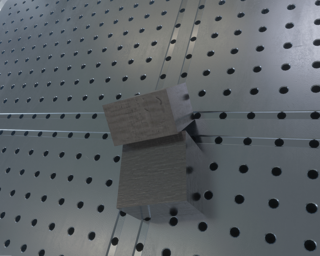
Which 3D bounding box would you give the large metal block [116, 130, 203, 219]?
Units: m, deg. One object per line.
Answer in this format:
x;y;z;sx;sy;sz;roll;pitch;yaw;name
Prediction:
0.001;0.056;0.358;0.080;0.050;0.080;-12;57;22;large metal block

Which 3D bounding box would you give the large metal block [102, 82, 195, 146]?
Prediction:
-0.010;-0.019;0.382;0.080;0.080;0.050;-12;98;22;large metal block
